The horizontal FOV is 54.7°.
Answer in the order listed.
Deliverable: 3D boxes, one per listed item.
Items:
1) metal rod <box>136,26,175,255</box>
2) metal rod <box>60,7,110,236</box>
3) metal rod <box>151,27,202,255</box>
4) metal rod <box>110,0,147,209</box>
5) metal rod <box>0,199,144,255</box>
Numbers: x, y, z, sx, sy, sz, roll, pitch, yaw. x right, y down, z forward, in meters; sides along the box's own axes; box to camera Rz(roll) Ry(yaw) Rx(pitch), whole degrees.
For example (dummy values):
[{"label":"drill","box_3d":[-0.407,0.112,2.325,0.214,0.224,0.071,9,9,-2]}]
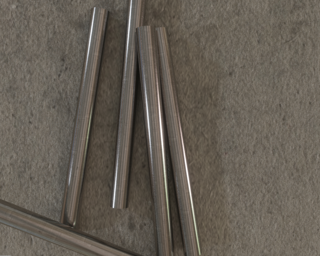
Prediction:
[{"label":"metal rod","box_3d":[-0.005,0.023,0.399,0.025,0.025,0.298,-5,94,-1]},{"label":"metal rod","box_3d":[-0.100,-0.007,0.408,0.025,0.025,0.298,8,90,-1]},{"label":"metal rod","box_3d":[0.021,0.018,0.410,0.025,0.025,0.298,-9,90,0]},{"label":"metal rod","box_3d":[-0.041,-0.045,0.409,0.025,0.025,0.298,5,90,-1]},{"label":"metal rod","box_3d":[-0.098,0.143,0.386,0.301,0.025,0.025,26,90,-10]}]
